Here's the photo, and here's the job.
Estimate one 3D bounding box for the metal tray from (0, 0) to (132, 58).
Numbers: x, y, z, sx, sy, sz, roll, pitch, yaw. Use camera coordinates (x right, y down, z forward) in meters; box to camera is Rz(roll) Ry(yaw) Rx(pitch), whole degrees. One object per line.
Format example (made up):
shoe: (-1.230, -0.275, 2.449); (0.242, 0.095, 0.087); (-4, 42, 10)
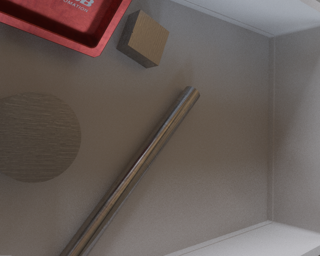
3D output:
metal tray: (-0.097, -0.129, 0.287); (0.131, 0.030, 0.090); (15, 123, -40)

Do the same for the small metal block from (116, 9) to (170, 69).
small metal block: (-0.021, -0.111, 0.391); (0.050, 0.025, 0.050); (27, 73, -37)

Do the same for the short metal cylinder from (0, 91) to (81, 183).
short metal cylinder: (-0.122, 0.008, 0.289); (0.081, 0.050, 0.079); (0, 90, -40)

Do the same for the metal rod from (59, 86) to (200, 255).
metal rod: (-0.033, 0.057, 0.380); (0.025, 0.025, 0.301); (52, 60, -28)

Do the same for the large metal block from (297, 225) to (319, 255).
large metal block: (0.354, 0.266, 0.695); (0.081, 0.050, 0.080); (11, 83, -40)
